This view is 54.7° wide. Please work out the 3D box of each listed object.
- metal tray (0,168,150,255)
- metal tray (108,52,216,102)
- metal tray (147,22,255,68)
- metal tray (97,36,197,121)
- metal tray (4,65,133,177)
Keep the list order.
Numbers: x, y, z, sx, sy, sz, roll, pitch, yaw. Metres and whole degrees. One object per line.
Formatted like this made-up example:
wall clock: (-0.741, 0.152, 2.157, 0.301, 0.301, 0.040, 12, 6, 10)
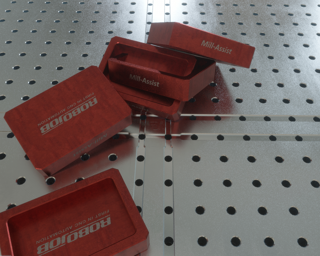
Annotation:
metal tray: (-0.087, 0.105, 0.314, 0.131, 0.030, 0.090, -21, 53, -17)
metal tray: (0.003, -0.083, 0.446, 0.130, 0.030, 0.091, 19, 36, 26)
metal tray: (0.058, -0.119, 0.446, 0.131, 0.030, 0.090, 9, 13, -26)
metal tray: (-0.022, -0.072, 0.441, 0.130, 0.030, 0.090, 18, 77, 14)
metal tray: (-0.112, -0.012, 0.390, 0.131, 0.030, 0.090, -34, 71, -17)
